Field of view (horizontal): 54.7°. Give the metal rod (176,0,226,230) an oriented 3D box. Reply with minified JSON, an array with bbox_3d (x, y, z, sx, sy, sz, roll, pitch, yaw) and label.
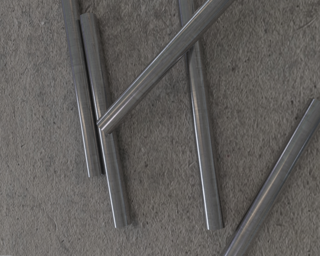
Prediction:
[{"bbox_3d":[0.051,-0.025,0.390,0.025,0.025,0.298,-8,87,20],"label":"metal rod"}]

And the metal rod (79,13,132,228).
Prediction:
[{"bbox_3d":[-0.077,-0.013,0.436,0.025,0.025,0.298,-11,86,19],"label":"metal rod"}]

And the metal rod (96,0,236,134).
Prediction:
[{"bbox_3d":[0.027,-0.104,0.371,0.299,0.025,0.025,-45,76,15],"label":"metal rod"}]

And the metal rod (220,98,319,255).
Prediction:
[{"bbox_3d":[0.114,0.104,0.368,0.025,0.025,0.298,29,99,17],"label":"metal rod"}]

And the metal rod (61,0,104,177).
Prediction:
[{"bbox_3d":[-0.115,-0.079,0.449,0.025,0.025,0.298,-11,86,19],"label":"metal rod"}]
